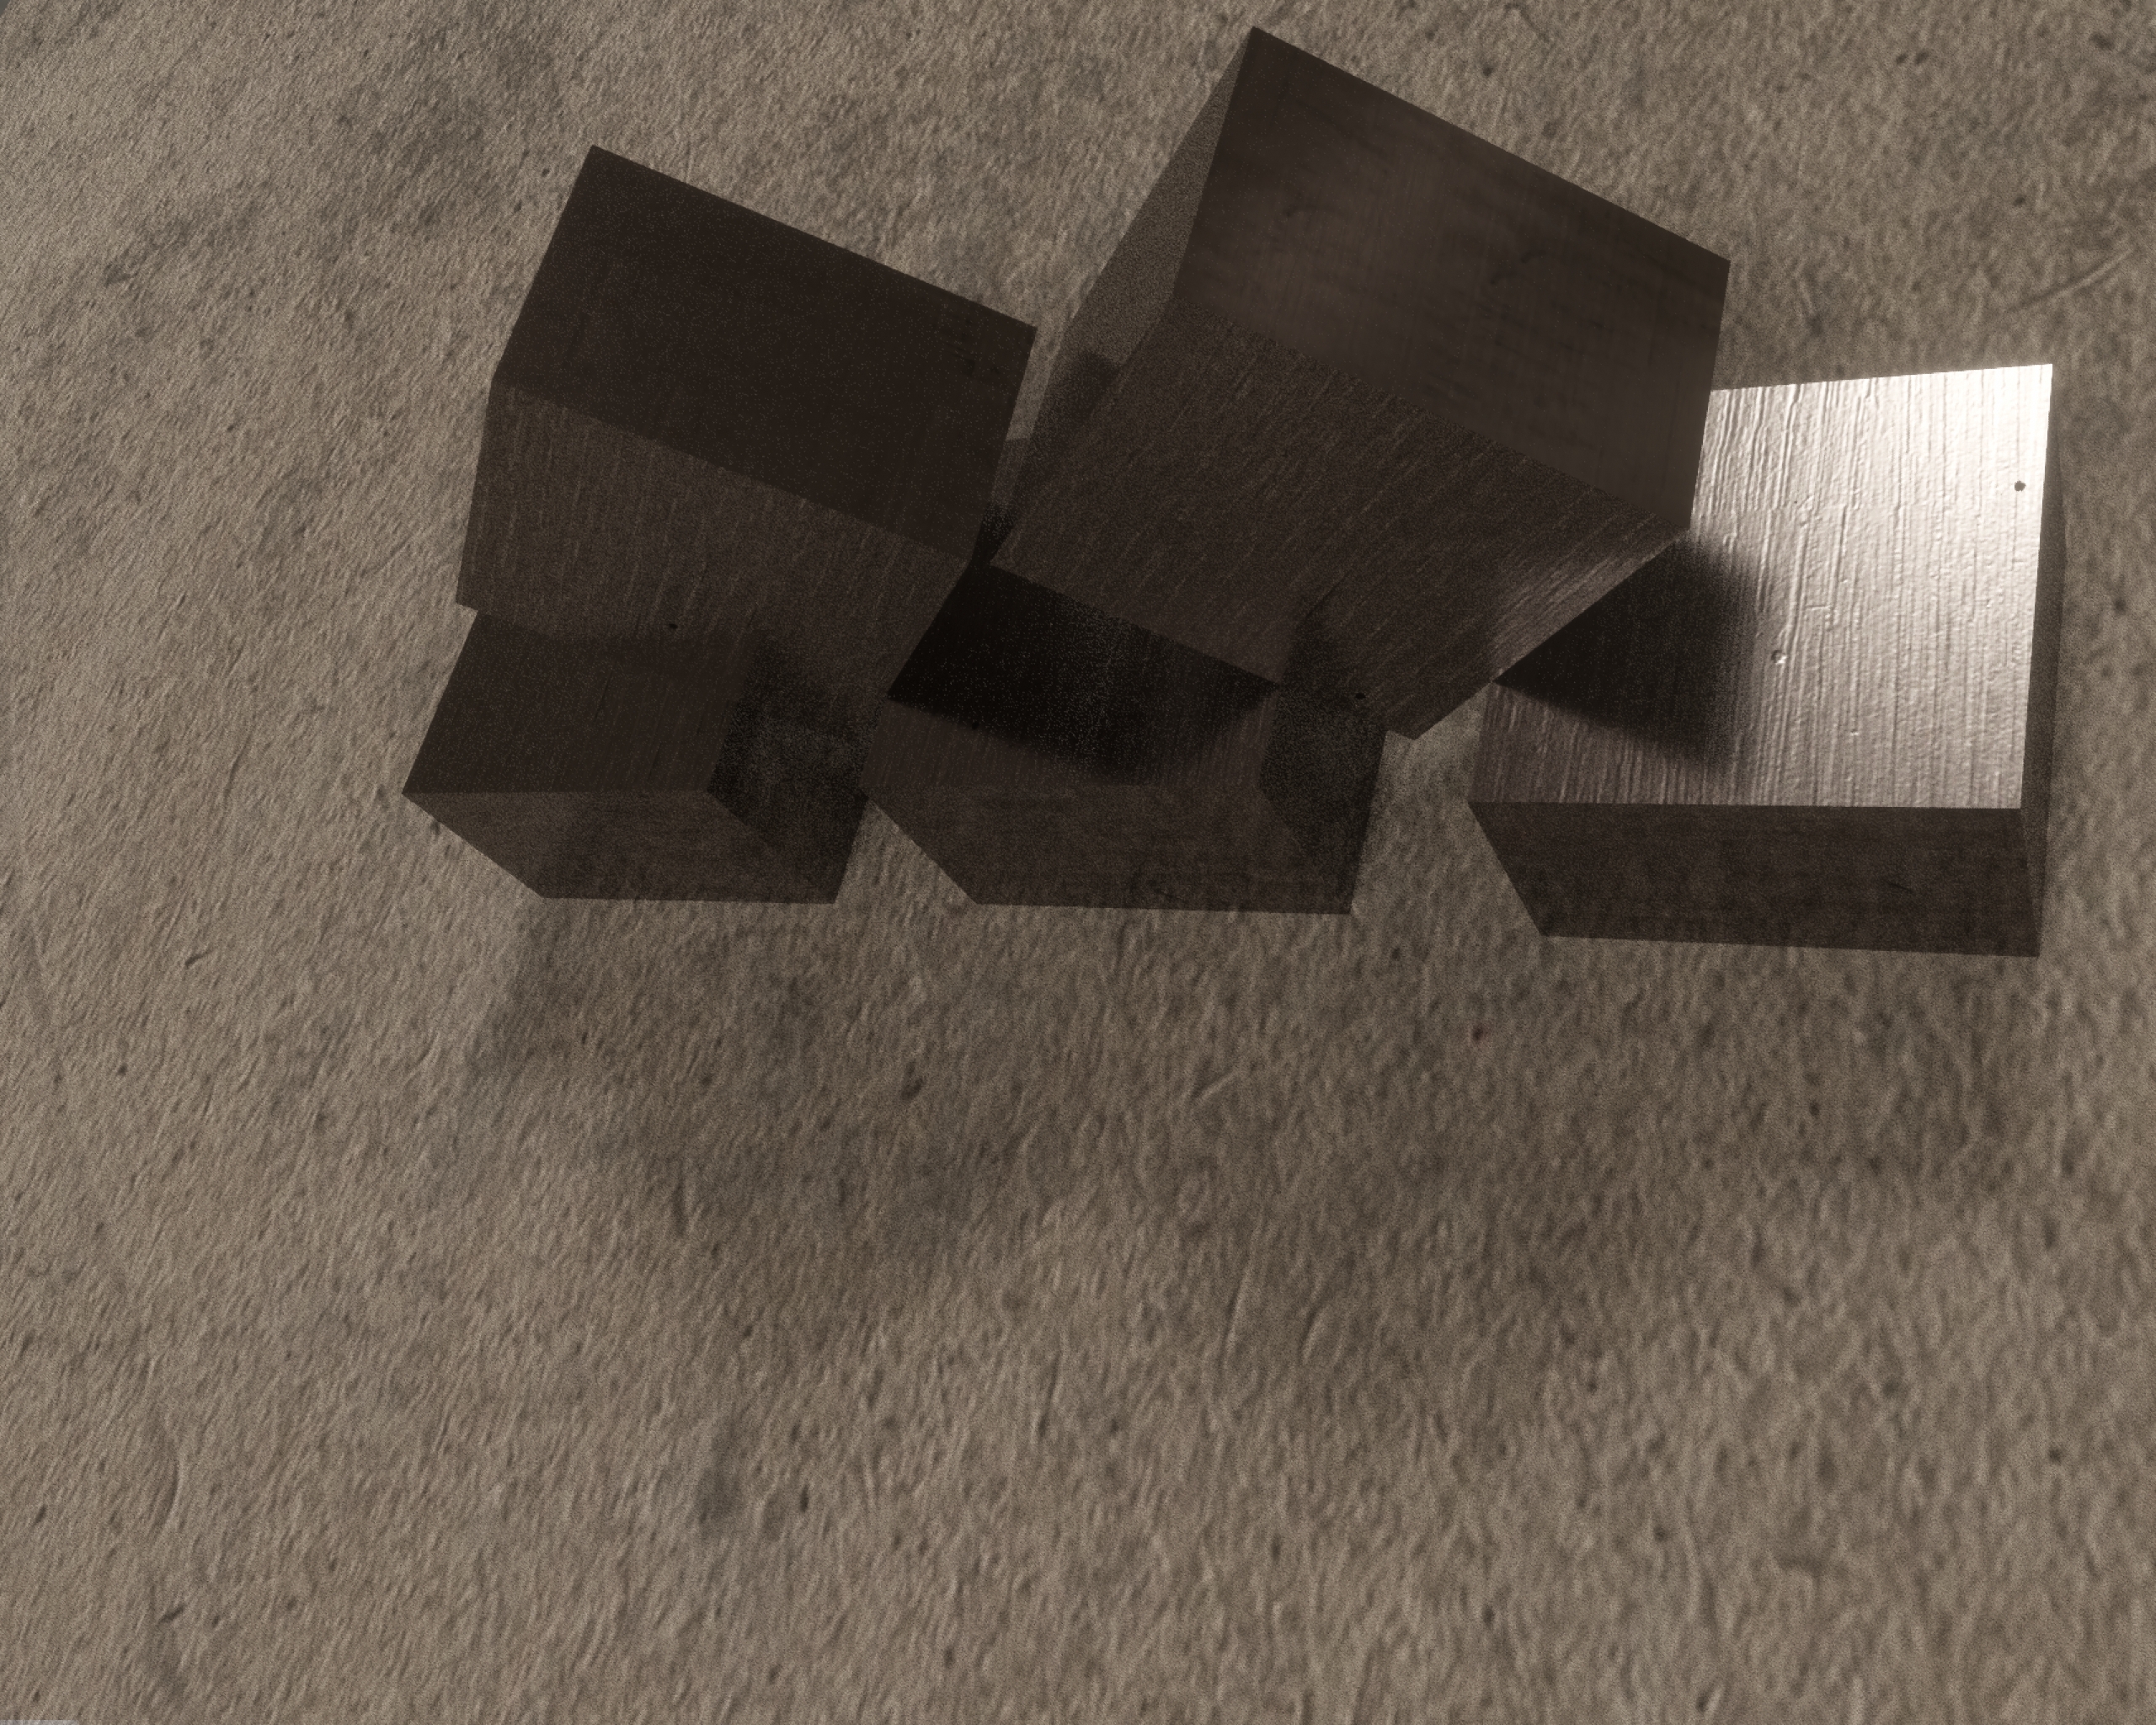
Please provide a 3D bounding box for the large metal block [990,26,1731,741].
[{"bbox_3d":[0.042,-0.070,0.329,0.080,0.080,0.050,137,152,-62],"label":"large metal block"}]

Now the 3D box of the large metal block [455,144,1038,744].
[{"bbox_3d":[-0.063,-0.072,0.381,0.080,0.080,0.050,19,65,-13],"label":"large metal block"}]

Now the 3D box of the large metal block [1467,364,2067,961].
[{"bbox_3d":[0.117,-0.032,0.347,0.080,0.050,0.080,2,62,28],"label":"large metal block"}]

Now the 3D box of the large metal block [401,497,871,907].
[{"bbox_3d":[-0.088,-0.038,0.457,0.080,0.050,0.080,0,62,28],"label":"large metal block"}]

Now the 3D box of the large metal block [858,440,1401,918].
[{"bbox_3d":[0.015,-0.037,0.404,0.080,0.050,0.080,1,62,28],"label":"large metal block"}]
